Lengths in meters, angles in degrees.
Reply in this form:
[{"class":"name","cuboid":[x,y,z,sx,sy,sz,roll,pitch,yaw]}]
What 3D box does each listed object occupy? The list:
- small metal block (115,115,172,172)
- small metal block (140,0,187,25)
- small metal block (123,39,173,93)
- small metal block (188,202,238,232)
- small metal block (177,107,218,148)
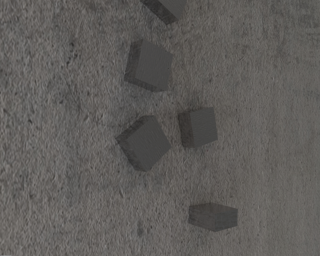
[{"class":"small metal block","cuboid":[-0.020,0.019,0.388,0.050,0.025,0.050,-43,116,-32]},{"class":"small metal block","cuboid":[0.008,-0.176,0.411,0.050,0.025,0.050,32,70,-36]},{"class":"small metal block","cuboid":[-0.014,-0.077,0.393,0.050,0.025,0.050,17,79,-39]},{"class":"small metal block","cuboid":[0.078,0.129,0.453,0.050,0.050,0.025,3,88,-40]},{"class":"small metal block","cuboid":[0.056,-0.002,0.451,0.050,0.025,0.050,-16,100,-39]}]
